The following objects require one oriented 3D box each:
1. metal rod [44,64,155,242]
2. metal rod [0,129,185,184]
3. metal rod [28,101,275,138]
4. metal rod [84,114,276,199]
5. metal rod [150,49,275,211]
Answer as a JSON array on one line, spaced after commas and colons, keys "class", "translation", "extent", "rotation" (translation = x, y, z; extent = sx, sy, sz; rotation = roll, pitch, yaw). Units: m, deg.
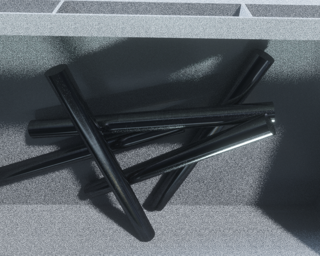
[{"class": "metal rod", "translation": [-0.064, 0.055, 0.404], "extent": [0.025, 0.025, 0.299], "rotation": [-13, 126, 11]}, {"class": "metal rod", "translation": [-0.112, 0.035, 0.436], "extent": [0.301, 0.025, 0.025], "rotation": [-16, 129, 13]}, {"class": "metal rod", "translation": [-0.019, -0.008, 0.382], "extent": [0.301, 0.025, 0.025], "rotation": [-4, 130, 10]}, {"class": "metal rod", "translation": [0.004, 0.048, 0.413], "extent": [0.299, 0.025, 0.025], "rotation": [-24, 127, 33]}, {"class": "metal rod", "translation": [0.055, 0.024, 0.430], "extent": [0.025, 0.025, 0.298], "rotation": [18, 128, -16]}]
